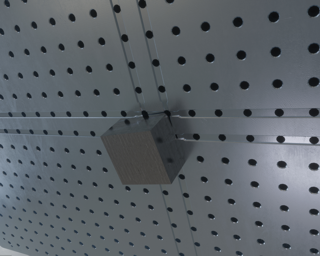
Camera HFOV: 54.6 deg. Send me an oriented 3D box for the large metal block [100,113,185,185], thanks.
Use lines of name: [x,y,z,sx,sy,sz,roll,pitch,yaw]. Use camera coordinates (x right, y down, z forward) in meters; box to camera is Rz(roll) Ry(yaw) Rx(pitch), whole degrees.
large metal block: [-0.022,0.030,0.426,0.080,0.050,0.080,-7,115,31]
